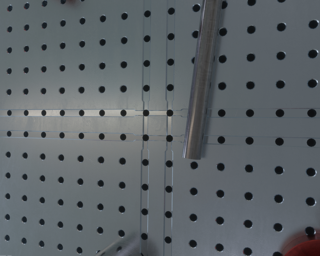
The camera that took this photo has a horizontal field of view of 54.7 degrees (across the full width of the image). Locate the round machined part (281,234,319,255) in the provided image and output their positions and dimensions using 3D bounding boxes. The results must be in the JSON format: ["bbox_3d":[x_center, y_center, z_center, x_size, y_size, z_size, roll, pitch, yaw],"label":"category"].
[{"bbox_3d":[0.181,0.172,0.340,0.098,0.042,0.097,0,90,19],"label":"round machined part"}]

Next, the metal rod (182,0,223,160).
[{"bbox_3d":[0.060,-0.109,0.391,0.025,0.025,0.298,8,93,19],"label":"metal rod"}]

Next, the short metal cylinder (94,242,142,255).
[{"bbox_3d":[-0.063,0.205,0.421,0.080,0.050,0.079,0,90,20],"label":"short metal cylinder"}]
